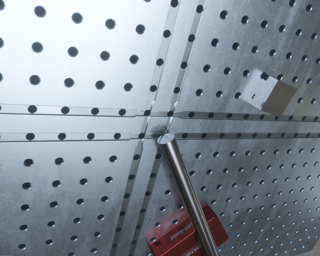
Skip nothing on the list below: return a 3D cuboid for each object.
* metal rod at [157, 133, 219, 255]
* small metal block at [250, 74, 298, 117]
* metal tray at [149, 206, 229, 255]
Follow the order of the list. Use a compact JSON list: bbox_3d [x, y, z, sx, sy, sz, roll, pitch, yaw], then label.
[{"bbox_3d":[0.057,0.136,0.497,0.025,0.025,0.299,-28,119,-11],"label":"metal rod"},{"bbox_3d":[0.175,-0.049,0.477,0.050,0.025,0.050,13,112,-34],"label":"small metal block"},{"bbox_3d":[0.056,0.210,0.569,0.130,0.030,0.090,-34,129,-6],"label":"metal tray"}]
